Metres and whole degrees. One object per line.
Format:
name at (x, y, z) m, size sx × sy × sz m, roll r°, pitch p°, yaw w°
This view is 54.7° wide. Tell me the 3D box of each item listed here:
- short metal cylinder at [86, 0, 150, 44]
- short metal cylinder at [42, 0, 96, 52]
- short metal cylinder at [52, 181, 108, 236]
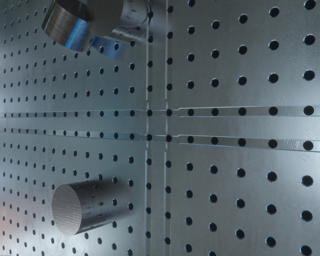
short metal cylinder at (-0.061, -0.165, 0.444) m, size 0.080 × 0.050 × 0.079 m, roll 0°, pitch 90°, yaw 40°
short metal cylinder at (-0.136, -0.164, 0.486) m, size 0.080 × 0.081 × 0.050 m, roll 52°, pitch 120°, yaw 27°
short metal cylinder at (-0.130, 0.128, 0.501) m, size 0.080 × 0.050 × 0.079 m, roll 0°, pitch 90°, yaw 40°
